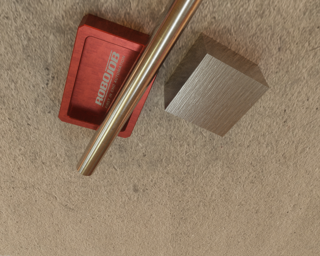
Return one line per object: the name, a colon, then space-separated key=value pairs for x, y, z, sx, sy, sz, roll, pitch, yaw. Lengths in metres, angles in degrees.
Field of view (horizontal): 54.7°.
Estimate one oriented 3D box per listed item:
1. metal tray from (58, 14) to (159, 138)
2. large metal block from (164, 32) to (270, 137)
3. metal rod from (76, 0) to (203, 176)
metal tray: x=-0.059 y=-0.053 z=0.358 sx=0.091 sy=0.030 sz=0.129 roll=16 pitch=128 yaw=-14
large metal block: x=0.060 y=-0.047 z=0.352 sx=0.080 sy=0.050 sz=0.080 roll=24 pitch=126 yaw=-19
metal rod: x=-0.026 y=-0.046 z=0.327 sx=0.025 sy=0.025 sz=0.298 roll=23 pitch=126 yaw=-19
